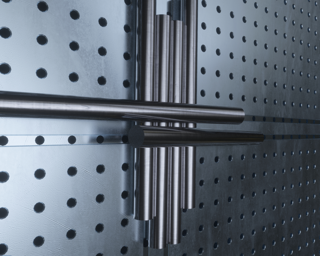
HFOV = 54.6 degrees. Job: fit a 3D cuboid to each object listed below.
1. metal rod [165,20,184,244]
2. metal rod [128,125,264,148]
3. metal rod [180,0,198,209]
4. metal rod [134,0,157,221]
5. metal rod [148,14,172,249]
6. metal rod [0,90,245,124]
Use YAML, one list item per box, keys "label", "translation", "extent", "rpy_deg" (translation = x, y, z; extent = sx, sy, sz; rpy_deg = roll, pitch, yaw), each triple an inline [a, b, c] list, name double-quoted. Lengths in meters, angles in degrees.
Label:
- label: "metal rod"
  translation: [0.019, 0.005, 0.425]
  extent: [0.025, 0.025, 0.298]
  rpy_deg: [1, 89, -40]
- label: "metal rod"
  translation: [0.075, 0.013, 0.444]
  extent: [0.302, 0.025, 0.025]
  rpy_deg: [2, 89, -48]
- label: "metal rod"
  translation: [0.040, -0.038, 0.440]
  extent: [0.025, 0.025, 0.298]
  rpy_deg: [1, 89, -40]
- label: "metal rod"
  translation: [-0.019, -0.036, 0.391]
  extent: [0.025, 0.025, 0.298]
  rpy_deg: [1, 89, -40]
- label: "metal rod"
  translation: [0.000, 0.004, 0.407]
  extent: [0.025, 0.025, 0.298]
  rpy_deg: [2, 89, -40]
- label: "metal rod"
  translation: [-0.019, -0.020, 0.362]
  extent: [0.302, 0.025, 0.025]
  rpy_deg: [1, 90, -31]
